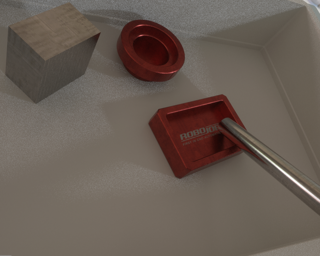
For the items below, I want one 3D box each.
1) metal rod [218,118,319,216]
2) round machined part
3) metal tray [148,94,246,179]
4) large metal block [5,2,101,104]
[{"bbox_3d":[0.162,0.070,0.334,0.025,0.025,0.300,-3,31,-30],"label":"metal rod"},{"bbox_3d":[-0.016,-0.107,0.453,0.099,0.042,0.098,14,56,-21],"label":"round machined part"},{"bbox_3d":[0.060,0.007,0.432,0.131,0.030,0.090,-16,70,-35],"label":"metal tray"},{"bbox_3d":[-0.124,-0.086,0.356,0.050,0.080,0.080,44,51,1],"label":"large metal block"}]
